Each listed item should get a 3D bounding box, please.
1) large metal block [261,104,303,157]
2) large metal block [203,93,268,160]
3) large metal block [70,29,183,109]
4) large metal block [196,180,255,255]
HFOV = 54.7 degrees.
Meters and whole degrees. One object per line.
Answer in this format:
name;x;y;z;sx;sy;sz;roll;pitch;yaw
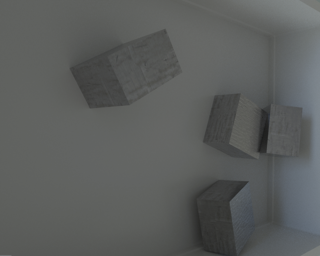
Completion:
large metal block;0.201;0.008;0.535;0.050;0.080;0.080;7;84;3
large metal block;0.122;-0.001;0.496;0.080;0.050;0.080;26;74;-37
large metal block;-0.037;-0.063;0.341;0.080;0.080;0.050;-37;113;-34
large metal block;0.102;0.131;0.466;0.081;0.050;0.079;-20;103;-54
